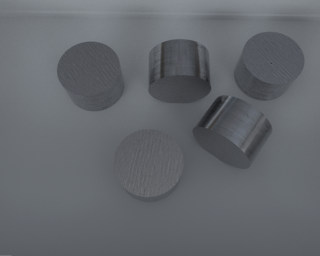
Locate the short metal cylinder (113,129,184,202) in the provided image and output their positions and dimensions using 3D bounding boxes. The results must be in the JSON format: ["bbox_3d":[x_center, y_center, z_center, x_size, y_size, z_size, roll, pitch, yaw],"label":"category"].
[{"bbox_3d":[-0.013,0.047,0.379,0.081,0.050,0.080,0,70,0],"label":"short metal cylinder"}]

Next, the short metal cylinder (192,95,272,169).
[{"bbox_3d":[0.087,0.006,0.379,0.080,0.080,0.050,35,74,11],"label":"short metal cylinder"}]

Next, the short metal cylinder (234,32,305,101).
[{"bbox_3d":[0.148,-0.084,0.428,0.081,0.050,0.080,0,70,0],"label":"short metal cylinder"}]

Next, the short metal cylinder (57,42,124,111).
[{"bbox_3d":[-0.091,-0.069,0.421,0.081,0.050,0.080,0,70,0],"label":"short metal cylinder"}]

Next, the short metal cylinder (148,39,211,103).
[{"bbox_3d":[0.025,-0.072,0.407,0.081,0.080,0.050,0,70,0],"label":"short metal cylinder"}]
